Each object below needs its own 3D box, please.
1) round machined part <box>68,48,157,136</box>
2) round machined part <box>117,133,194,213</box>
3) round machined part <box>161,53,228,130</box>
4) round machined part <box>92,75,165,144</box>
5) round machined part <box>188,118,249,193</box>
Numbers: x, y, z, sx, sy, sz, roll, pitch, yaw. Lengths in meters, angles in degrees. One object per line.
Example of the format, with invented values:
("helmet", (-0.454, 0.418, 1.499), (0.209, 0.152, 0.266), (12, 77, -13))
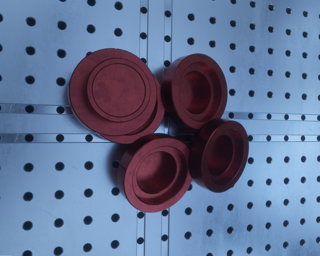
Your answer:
("round machined part", (-0.049, -0.040, 0.341), (0.099, 0.042, 0.097), (0, 90, -21))
("round machined part", (-0.009, 0.053, 0.392), (0.099, 0.042, 0.097), (-9, 109, -28))
("round machined part", (0.041, -0.046, 0.410), (0.099, 0.042, 0.097), (-1, 92, -37))
("round machined part", (-0.046, -0.029, 0.387), (0.099, 0.042, 0.097), (0, 90, -21))
("round machined part", (0.074, 0.034, 0.420), (0.099, 0.042, 0.097), (-12, 108, -39))
